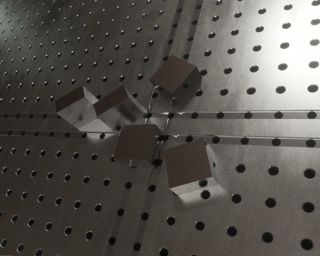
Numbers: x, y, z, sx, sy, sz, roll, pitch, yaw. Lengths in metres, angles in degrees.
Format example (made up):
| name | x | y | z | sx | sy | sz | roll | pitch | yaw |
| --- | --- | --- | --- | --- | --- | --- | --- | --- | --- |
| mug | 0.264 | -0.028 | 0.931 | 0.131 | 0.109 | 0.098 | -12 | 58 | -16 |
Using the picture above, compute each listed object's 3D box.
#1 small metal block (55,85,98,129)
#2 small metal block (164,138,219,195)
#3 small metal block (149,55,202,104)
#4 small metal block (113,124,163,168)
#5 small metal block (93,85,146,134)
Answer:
| name | x | y | z | sx | sy | sz | roll | pitch | yaw |
| --- | --- | --- | --- | --- | --- | --- | --- | --- | --- |
| small metal block | -0.122 | -0.031 | 0.473 | 0.050 | 0.050 | 0.025 | -28 | 53 | 10 |
| small metal block | 0.036 | 0.045 | 0.361 | 0.050 | 0.025 | 0.050 | -19 | 54 | 16 |
| small metal block | 0.022 | -0.070 | 0.439 | 0.050 | 0.025 | 0.050 | -49 | 52 | -7 |
| small metal block | -0.028 | 0.023 | 0.407 | 0.050 | 0.025 | 0.050 | -1 | 61 | 27 |
| small metal block | -0.057 | -0.025 | 0.436 | 0.050 | 0.050 | 0.025 | -32 | 52 | 7 |
